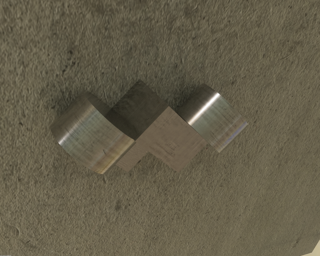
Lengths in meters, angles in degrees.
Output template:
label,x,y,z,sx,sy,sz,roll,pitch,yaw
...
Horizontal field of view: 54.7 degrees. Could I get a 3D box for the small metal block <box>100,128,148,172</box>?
label,x,y,z,sx,sy,sz,roll,pitch,yaw
small metal block,-0.045,0.022,0.398,0.050,0.025,0.050,-46,129,4

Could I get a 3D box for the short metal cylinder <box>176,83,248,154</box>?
label,x,y,z,sx,sy,sz,roll,pitch,yaw
short metal cylinder,0.066,-0.012,0.402,0.050,0.080,0.080,-46,129,4

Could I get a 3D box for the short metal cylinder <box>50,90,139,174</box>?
label,x,y,z,sx,sy,sz,roll,pitch,yaw
short metal cylinder,-0.070,0.004,0.337,0.050,0.080,0.080,-46,129,4

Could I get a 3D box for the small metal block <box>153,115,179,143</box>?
label,x,y,z,sx,sy,sz,roll,pitch,yaw
small metal block,0.026,0.016,0.433,0.050,0.025,0.050,-46,129,4

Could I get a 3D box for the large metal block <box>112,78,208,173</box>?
label,x,y,z,sx,sy,sz,roll,pitch,yaw
large metal block,-0.002,-0.004,0.371,0.050,0.080,0.080,-47,130,4
